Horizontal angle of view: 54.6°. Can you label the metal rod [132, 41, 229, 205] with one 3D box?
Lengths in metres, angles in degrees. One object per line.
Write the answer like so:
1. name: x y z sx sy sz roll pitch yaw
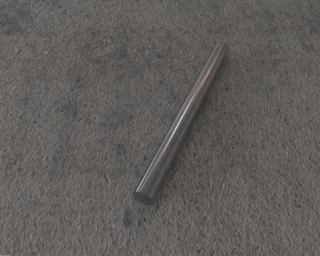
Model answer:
1. metal rod: 0.042 -0.028 0.427 0.025 0.025 0.301 19 52 15
